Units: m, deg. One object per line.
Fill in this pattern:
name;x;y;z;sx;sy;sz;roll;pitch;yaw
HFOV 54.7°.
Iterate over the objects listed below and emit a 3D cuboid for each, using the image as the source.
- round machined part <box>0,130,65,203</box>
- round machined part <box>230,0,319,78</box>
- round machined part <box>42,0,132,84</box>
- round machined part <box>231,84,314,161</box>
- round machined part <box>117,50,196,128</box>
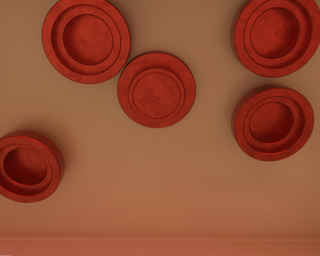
round machined part;-0.178;0.048;0.418;0.099;0.042;0.097;0;110;-1
round machined part;0.131;-0.111;0.363;0.099;0.042;0.097;0;110;-1
round machined part;-0.082;-0.104;0.363;0.099;0.042;0.097;0;110;-1
round machined part;0.141;-0.010;0.401;0.099;0.042;0.097;0;110;-1
round machined part;-0.004;-0.045;0.386;0.099;0.042;0.097;0;110;-1
